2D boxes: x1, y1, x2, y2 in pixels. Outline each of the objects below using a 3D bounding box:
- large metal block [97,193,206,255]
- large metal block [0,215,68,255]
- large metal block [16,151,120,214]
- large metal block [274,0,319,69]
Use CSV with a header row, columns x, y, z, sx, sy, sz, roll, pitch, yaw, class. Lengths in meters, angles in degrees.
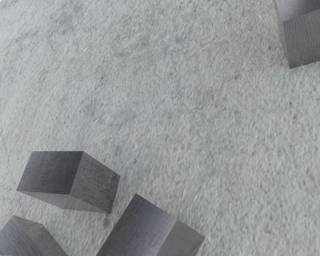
x,y,z,sx,sy,sz,roll,pitch,yaw,class
-0.009,0.120,0.298,0.050,0.080,0.080,23,74,36,large metal block
-0.167,0.166,0.371,0.080,0.050,0.080,29,78,37,large metal block
-0.109,0.068,0.383,0.080,0.080,0.050,-2,61,27,large metal block
0.179,-0.121,0.349,0.080,0.080,0.050,-15,56,20,large metal block
